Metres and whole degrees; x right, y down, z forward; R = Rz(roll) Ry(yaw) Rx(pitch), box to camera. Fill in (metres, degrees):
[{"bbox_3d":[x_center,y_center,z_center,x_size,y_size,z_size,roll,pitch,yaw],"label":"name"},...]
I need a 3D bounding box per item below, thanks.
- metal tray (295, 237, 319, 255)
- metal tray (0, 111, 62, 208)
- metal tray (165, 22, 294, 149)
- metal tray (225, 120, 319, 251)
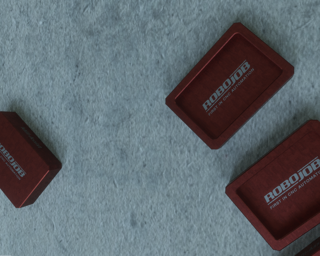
[{"bbox_3d":[0.198,0.168,0.336,0.130,0.030,0.090,-46,76,14],"label":"metal tray"},{"bbox_3d":[-0.226,0.047,0.484,0.130,0.030,0.090,44,103,14],"label":"metal tray"},{"bbox_3d":[0.082,-0.049,0.377,0.090,0.030,0.130,46,104,14],"label":"metal tray"},{"bbox_3d":[0.153,0.064,0.352,0.130,0.030,0.090,-43,77,14],"label":"metal tray"}]
